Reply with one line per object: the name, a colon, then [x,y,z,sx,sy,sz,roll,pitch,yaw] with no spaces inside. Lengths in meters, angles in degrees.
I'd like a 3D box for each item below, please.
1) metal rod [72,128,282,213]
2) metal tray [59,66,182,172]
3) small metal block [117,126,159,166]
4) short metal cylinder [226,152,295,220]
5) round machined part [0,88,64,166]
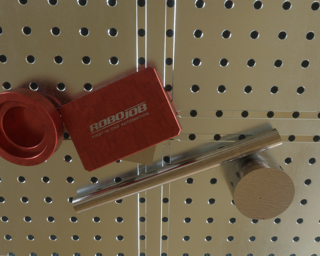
metal rod: [0.019,0.062,0.436,0.301,0.025,0.025,-20,109,6]
metal tray: [-0.049,-0.010,0.392,0.130,0.030,0.090,-23,91,7]
small metal block: [-0.031,0.019,0.420,0.050,0.025,0.050,11,110,-5]
short metal cylinder: [0.137,0.079,0.431,0.081,0.050,0.079,0,110,-1]
round machined part: [-0.169,-0.004,0.395,0.099,0.042,0.097,3,112,8]
